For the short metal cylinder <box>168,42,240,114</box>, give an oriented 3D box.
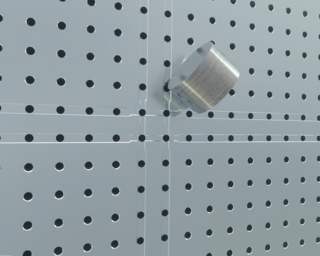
[{"bbox_3d":[0.056,-0.065,0.405,0.050,0.080,0.080,40,77,-16],"label":"short metal cylinder"}]
